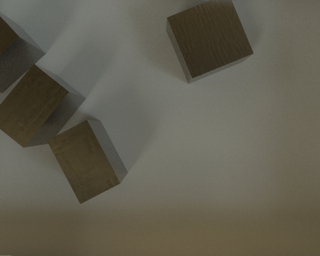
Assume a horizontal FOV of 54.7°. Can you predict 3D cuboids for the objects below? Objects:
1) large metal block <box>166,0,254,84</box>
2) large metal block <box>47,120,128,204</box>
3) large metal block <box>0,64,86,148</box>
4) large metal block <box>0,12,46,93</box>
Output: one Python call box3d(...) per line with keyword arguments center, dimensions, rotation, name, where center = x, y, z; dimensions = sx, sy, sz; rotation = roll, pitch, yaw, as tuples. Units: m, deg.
box3d(center=(0.061, -0.112, 0.399), dimensions=(0.080, 0.050, 0.080), rotation=(-22, 90, 0), name="large metal block")
box3d(center=(-0.085, 0.037, 0.383), dimensions=(0.050, 0.080, 0.080), rotation=(-28, 90, 0), name="large metal block")
box3d(center=(-0.145, -0.025, 0.383), dimensions=(0.050, 0.080, 0.080), rotation=(39, 90, 0), name="large metal block")
box3d(center=(-0.202, -0.093, 0.382), dimensions=(0.080, 0.080, 0.050), rotation=(-42, 90, 0), name="large metal block")
